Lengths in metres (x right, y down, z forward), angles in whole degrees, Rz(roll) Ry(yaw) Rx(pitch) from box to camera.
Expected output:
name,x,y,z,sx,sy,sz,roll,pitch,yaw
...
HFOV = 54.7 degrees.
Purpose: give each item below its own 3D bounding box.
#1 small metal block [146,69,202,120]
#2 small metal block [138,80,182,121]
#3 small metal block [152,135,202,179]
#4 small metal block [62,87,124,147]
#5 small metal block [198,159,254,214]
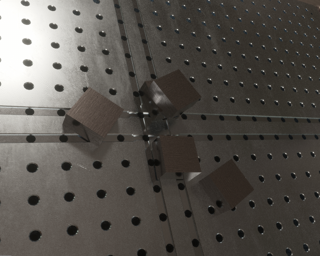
name,x,y,z,sx,sy,sz,roll,pitch,yaw
small metal block,0.019,-0.045,0.416,0.050,0.025,0.050,-31,79,-38
small metal block,0.005,-0.041,0.438,0.050,0.025,0.050,-13,69,-34
small metal block,0.021,0.038,0.398,0.050,0.025,0.050,4,60,-27
small metal block,-0.080,-0.014,0.374,0.050,0.025,0.050,34,51,-7
small metal block,0.088,0.077,0.411,0.050,0.025,0.050,-26,76,-37
